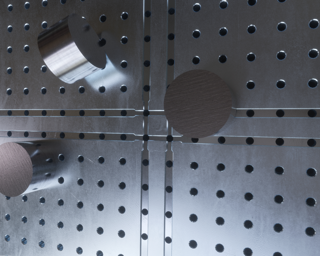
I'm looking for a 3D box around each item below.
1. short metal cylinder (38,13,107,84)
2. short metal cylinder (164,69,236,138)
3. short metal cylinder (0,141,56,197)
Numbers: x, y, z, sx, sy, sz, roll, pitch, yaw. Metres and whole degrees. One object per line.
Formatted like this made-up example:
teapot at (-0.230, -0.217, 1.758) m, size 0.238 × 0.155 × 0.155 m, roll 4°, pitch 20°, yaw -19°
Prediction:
short metal cylinder at (-0.118, -0.108, 0.425) m, size 0.050 × 0.080 × 0.080 m, roll -23°, pitch 83°, yaw 19°
short metal cylinder at (0.051, -0.028, 0.381) m, size 0.080 × 0.050 × 0.079 m, roll 0°, pitch 90°, yaw 19°
short metal cylinder at (-0.208, 0.060, 0.473) m, size 0.080 × 0.050 × 0.079 m, roll 0°, pitch 90°, yaw 20°
